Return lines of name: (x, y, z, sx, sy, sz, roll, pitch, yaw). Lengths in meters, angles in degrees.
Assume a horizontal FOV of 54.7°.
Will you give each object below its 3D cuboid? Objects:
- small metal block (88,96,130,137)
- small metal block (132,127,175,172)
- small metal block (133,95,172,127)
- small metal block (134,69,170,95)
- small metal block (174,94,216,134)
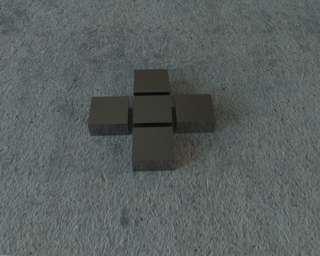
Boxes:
small metal block: (-0.067, -0.016, 0.417, 0.050, 0.025, 0.050, -1, 50, -2)
small metal block: (-0.008, 0.026, 0.383, 0.050, 0.025, 0.050, -2, 50, -2)
small metal block: (-0.010, -0.018, 0.420, 0.050, 0.025, 0.050, -1, 50, -2)
small metal block: (-0.012, -0.061, 0.456, 0.050, 0.025, 0.050, -1, 50, -2)
small metal block: (0.046, -0.020, 0.422, 0.050, 0.025, 0.050, -1, 50, -2)
